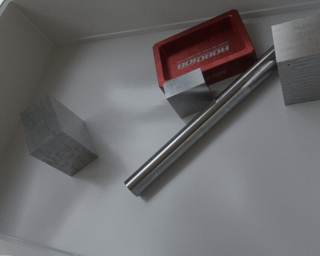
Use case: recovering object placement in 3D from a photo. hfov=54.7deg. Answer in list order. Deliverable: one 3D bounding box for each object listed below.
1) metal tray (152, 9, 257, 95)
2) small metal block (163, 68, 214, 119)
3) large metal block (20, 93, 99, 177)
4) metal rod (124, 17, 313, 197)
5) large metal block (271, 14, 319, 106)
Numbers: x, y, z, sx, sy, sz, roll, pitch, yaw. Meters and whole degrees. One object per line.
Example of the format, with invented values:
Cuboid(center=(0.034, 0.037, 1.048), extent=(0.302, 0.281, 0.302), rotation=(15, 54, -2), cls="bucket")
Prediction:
Cuboid(center=(0.059, -0.103, 0.433), extent=(0.130, 0.030, 0.090), rotation=(-20, 54, 16), cls="metal tray")
Cuboid(center=(0.039, -0.043, 0.395), extent=(0.050, 0.050, 0.025), rotation=(-22, 54, 15), cls="small metal block")
Cuboid(center=(-0.141, 0.011, 0.436), extent=(0.050, 0.080, 0.080), rotation=(-36, 51, 4), cls="large metal block")
Cuboid(center=(0.076, -0.027, 0.381), extent=(0.300, 0.025, 0.025), rotation=(-42, 51, -2), cls="metal rod")
Cuboid(center=(0.168, -0.072, 0.327), extent=(0.080, 0.080, 0.050), rotation=(-9, 58, 23), cls="large metal block")
